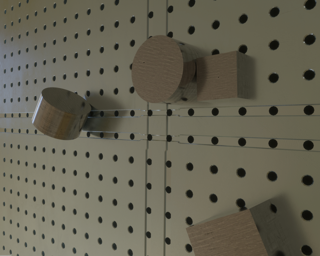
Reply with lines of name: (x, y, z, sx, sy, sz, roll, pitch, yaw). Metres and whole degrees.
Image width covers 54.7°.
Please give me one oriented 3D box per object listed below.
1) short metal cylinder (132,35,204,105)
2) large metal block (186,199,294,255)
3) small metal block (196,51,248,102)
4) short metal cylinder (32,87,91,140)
short metal cylinder: (0.011, -0.069, 0.384, 0.080, 0.050, 0.080, 0, 90, 40)
large metal block: (0.085, 0.129, 0.323, 0.080, 0.050, 0.080, -31, 71, 36)
small metal block: (0.070, -0.056, 0.352, 0.050, 0.025, 0.050, -2, 89, 40)
short metal cylinder: (-0.160, -0.024, 0.506, 0.080, 0.081, 0.050, 43, 116, 31)
